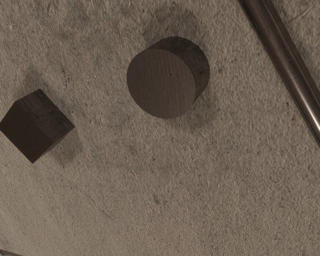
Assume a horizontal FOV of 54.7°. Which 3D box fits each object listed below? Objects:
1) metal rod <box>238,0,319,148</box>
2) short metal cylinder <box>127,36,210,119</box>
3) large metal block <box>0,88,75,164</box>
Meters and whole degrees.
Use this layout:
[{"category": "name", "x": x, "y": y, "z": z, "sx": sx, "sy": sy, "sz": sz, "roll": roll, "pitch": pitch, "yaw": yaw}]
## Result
[{"category": "metal rod", "x": 0.108, "y": -0.088, "z": 0.295, "sx": 0.025, "sy": 0.025, "sz": 0.299, "roll": -25, "pitch": 105, "yaw": 36}, {"category": "short metal cylinder", "x": 0.010, "y": -0.057, "z": 0.349, "sx": 0.080, "sy": 0.050, "sz": 0.079, "roll": 13, "pitch": 124, "yaw": 20}, {"category": "large metal block", "x": -0.196, "y": -0.002, "z": 0.490, "sx": 0.080, "sy": 0.050, "sz": 0.080, "roll": 49, "pitch": 128, "yaw": -7}]
